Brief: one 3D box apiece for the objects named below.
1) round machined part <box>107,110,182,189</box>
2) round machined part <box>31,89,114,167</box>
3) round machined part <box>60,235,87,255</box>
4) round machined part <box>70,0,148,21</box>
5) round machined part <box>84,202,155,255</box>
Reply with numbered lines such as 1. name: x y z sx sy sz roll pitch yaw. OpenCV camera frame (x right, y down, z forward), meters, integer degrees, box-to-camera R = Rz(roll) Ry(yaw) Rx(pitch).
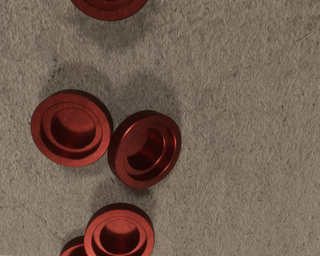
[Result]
1. round machined part: -0.023 0.024 0.393 0.099 0.042 0.097 -16 117 -34
2. round machined part: -0.109 -0.003 0.398 0.099 0.042 0.097 0 110 0
3. round machined part: -0.111 0.219 0.480 0.099 0.042 0.097 0 110 -1
4. round machined part: -0.054 -0.168 0.338 0.099 0.042 0.097 0 110 -1
5. round machined part: -0.058 0.153 0.451 0.099 0.042 0.097 -1 102 -5
